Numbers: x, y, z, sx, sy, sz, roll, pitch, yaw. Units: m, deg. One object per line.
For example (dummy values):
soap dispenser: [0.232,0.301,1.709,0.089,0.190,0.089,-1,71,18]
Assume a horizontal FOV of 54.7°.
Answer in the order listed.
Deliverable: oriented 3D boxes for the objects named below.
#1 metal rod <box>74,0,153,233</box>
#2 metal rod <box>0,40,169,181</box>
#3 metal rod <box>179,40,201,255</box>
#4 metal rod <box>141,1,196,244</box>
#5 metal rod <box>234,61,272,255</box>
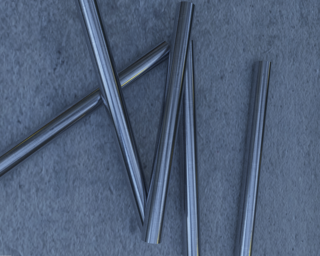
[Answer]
metal rod: [-0.048,-0.009,0.369,0.025,0.025,0.298,-19,105,-19]
metal rod: [-0.104,-0.016,0.370,0.301,0.025,0.025,-39,103,-16]
metal rod: [0.039,0.032,0.424,0.025,0.025,0.298,-2,91,-20]
metal rod: [0.012,-0.011,0.388,0.025,0.025,0.298,10,84,-20]
metal rod: [0.139,0.050,0.462,0.025,0.025,0.298,8,87,-20]
